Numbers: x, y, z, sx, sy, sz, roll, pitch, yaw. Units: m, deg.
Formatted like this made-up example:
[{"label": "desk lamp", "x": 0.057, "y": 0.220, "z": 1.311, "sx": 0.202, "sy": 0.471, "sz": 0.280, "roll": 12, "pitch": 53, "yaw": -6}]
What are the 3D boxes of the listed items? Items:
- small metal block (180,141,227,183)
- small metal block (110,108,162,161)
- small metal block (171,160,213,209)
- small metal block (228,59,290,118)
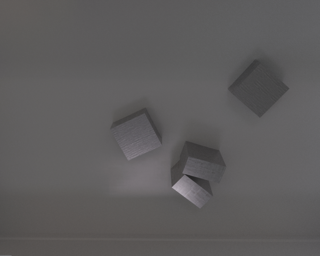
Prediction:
[{"label": "small metal block", "x": 0.056, "y": 0.045, "z": 0.415, "sx": 0.050, "sy": 0.050, "sz": 0.025, "roll": 16, "pitch": 109, "yaw": -6}, {"label": "small metal block", "x": -0.031, "y": 0.008, "z": 0.414, "sx": 0.050, "sy": 0.025, "sz": 0.050, "roll": -25, "pitch": 109, "yaw": 8}, {"label": "small metal block", "x": 0.042, "y": 0.074, "z": 0.426, "sx": 0.050, "sy": 0.050, "sz": 0.025, "roll": 39, "pitch": 106, "yaw": -13}, {"label": "small metal block", "x": 0.124, "y": -0.050, "z": 0.394, "sx": 0.050, "sy": 0.025, "sz": 0.050, "roll": 38, "pitch": 106, "yaw": -13}]
